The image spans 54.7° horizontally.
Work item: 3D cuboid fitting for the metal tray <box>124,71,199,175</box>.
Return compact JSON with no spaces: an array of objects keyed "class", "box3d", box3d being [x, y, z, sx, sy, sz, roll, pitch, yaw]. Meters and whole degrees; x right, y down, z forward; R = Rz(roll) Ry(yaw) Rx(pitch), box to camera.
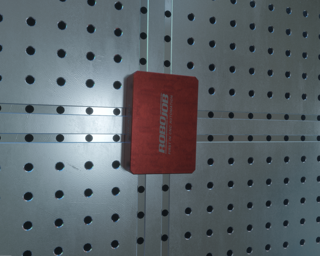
[{"class":"metal tray","box3d":[0.002,-0.006,0.411,0.091,0.030,0.129,2,89,-21]}]
